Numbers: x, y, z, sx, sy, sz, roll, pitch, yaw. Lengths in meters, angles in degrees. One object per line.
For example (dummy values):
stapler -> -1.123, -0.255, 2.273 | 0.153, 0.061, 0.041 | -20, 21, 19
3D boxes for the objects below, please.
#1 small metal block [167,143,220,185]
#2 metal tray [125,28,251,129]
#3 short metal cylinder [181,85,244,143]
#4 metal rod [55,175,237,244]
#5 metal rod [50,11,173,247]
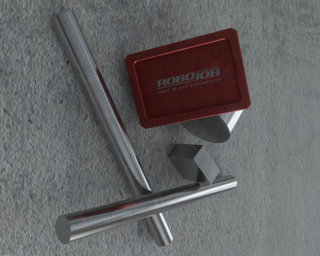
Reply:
small metal block -> 0.046, 0.049, 0.427 | 0.025, 0.050, 0.050 | -50, 120, -28
metal tray -> 0.033, -0.056, 0.365 | 0.030, 0.130, 0.089 | -40, 118, -73
short metal cylinder -> 0.070, -0.024, 0.427 | 0.080, 0.080, 0.050 | 50, 60, -29
metal rod -> 0.014, 0.089, 0.386 | 0.302, 0.025, 0.025 | 0, 90, -49
metal rod -> -0.048, 0.016, 0.364 | 0.025, 0.025, 0.299 | -35, 112, -35
